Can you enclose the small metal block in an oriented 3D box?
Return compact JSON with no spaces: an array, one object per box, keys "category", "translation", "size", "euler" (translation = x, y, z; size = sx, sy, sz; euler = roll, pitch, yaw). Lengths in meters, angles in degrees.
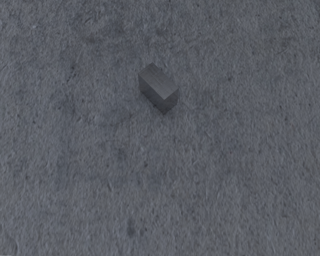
[{"category":"small metal block","translation":[-0.002,-0.051,0.414],"size":[0.025,0.050,0.050],"euler":[-40,75,-13]}]
